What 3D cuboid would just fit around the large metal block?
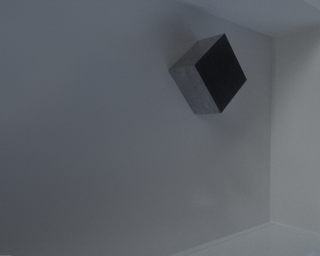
[{"bbox_3d":[0.071,-0.076,0.448,0.080,0.050,0.080,-49,119,-29],"label":"large metal block"}]
